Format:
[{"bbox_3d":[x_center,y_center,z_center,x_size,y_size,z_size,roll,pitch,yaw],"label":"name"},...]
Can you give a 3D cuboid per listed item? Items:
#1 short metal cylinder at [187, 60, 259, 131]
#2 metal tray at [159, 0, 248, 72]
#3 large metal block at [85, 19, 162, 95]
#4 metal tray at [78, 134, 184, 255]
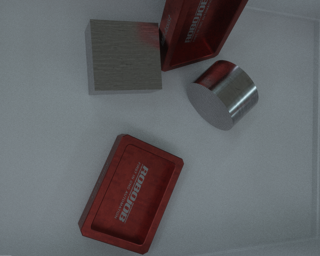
[{"bbox_3d":[0.082,-0.043,0.413,0.050,0.080,0.080,-42,104,-15],"label":"short metal cylinder"},{"bbox_3d":[0.047,-0.126,0.373,0.091,0.129,0.030,-20,71,-19],"label":"metal tray"},{"bbox_3d":[-0.046,-0.084,0.381,0.081,0.050,0.079,-4,92,-20],"label":"large metal block"},{"bbox_3d":[-0.035,0.083,0.395,0.090,0.030,0.130,26,81,-19],"label":"metal tray"}]
